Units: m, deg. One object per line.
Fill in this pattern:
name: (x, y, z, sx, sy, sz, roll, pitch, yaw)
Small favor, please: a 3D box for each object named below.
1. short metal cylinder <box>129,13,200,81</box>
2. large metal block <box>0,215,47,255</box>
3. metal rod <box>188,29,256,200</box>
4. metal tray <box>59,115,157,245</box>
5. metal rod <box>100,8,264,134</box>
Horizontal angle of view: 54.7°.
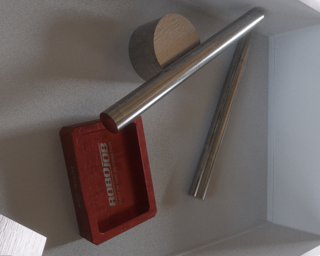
short metal cylinder: (0.007, -0.100, 0.398, 0.081, 0.050, 0.079, 0, 90, -40)
large metal block: (-0.148, 0.115, 0.243, 0.080, 0.050, 0.080, 44, 26, -31)
metal rod: (0.104, -0.032, 0.495, 0.025, 0.025, 0.299, 33, 70, -36)
metal tray: (-0.056, 0.054, 0.358, 0.091, 0.030, 0.129, -15, 100, -39)
metal rod: (0.047, -0.086, 0.382, 0.302, 0.025, 0.025, -40, 115, -33)
